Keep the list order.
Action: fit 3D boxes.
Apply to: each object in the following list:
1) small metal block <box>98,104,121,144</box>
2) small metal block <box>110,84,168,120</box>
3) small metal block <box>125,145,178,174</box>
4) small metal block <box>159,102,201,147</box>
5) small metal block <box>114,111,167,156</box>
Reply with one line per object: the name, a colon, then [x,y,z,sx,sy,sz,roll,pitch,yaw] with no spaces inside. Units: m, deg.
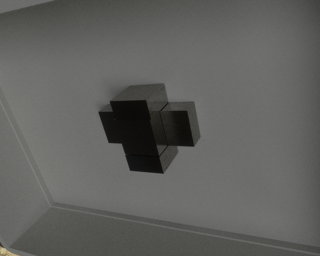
small metal block: [-0.051,-0.006,0.429,0.050,0.025,0.050,1,119,28]
small metal block: [-0.025,-0.033,0.382,0.050,0.050,0.025,1,119,27]
small metal block: [-0.010,0.035,0.415,0.050,0.050,0.025,1,119,27]
small metal block: [0.020,-0.005,0.393,0.050,0.025,0.050,1,119,27]
small metal block: [-0.023,0.006,0.389,0.050,0.025,0.050,1,119,27]
